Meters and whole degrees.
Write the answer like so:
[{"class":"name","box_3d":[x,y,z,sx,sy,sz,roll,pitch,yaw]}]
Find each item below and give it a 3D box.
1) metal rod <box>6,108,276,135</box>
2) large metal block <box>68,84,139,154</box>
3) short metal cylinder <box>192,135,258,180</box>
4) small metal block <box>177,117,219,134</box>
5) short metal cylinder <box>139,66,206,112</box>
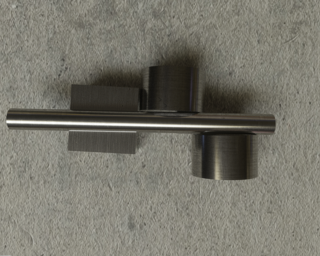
[{"class":"metal rod","box_3d":[-0.020,-0.007,0.360,0.302,0.025,0.025,1,90,-2]},{"class":"large metal block","box_3d":[-0.068,-0.011,0.395,0.081,0.050,0.079,3,90,-1]},{"class":"short metal cylinder","box_3d":[0.080,0.033,0.384,0.081,0.080,0.050,0,90,-1]},{"class":"small metal block","box_3d":[0.046,-0.005,0.398,0.050,0.050,0.025,1,90,-1]},{"class":"short metal cylinder","box_3d":[0.016,-0.045,0.385,0.081,0.080,0.050,2,90,-1]}]
